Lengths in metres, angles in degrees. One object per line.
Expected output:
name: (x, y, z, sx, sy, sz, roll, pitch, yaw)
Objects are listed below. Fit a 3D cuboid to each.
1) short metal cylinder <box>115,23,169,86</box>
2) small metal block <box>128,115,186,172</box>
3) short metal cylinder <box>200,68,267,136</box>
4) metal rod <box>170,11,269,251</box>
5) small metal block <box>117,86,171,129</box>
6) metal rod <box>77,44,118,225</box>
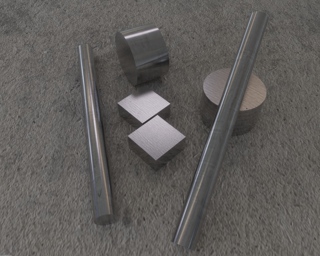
short metal cylinder: (-0.027, -0.109, 0.458, 0.050, 0.080, 0.080, -22, 54, -17)
small metal block: (-0.004, 0.018, 0.388, 0.050, 0.025, 0.050, -36, 59, -27)
short metal cylinder: (0.096, -0.036, 0.417, 0.081, 0.050, 0.080, 0, 50, 0)
metal rod: (0.076, -0.014, 0.357, 0.025, 0.025, 0.300, 17, 70, 14)
small metal block: (-0.022, -0.025, 0.424, 0.050, 0.025, 0.050, -37, 59, -27)
metal rod: (-0.089, -0.016, 0.415, 0.025, 0.025, 0.300, -10, 51, -8)
